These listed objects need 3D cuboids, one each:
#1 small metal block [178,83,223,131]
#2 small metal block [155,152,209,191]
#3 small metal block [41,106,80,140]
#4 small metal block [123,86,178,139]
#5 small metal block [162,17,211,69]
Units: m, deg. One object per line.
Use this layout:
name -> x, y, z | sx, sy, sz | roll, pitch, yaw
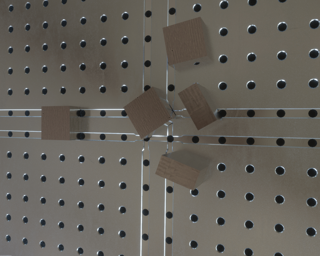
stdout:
small metal block -> 0.051, -0.025, 0.381 | 0.025, 0.050, 0.050 | -31, 80, 18
small metal block -> 0.029, 0.052, 0.389 | 0.050, 0.050, 0.025 | 21, 97, 19
small metal block -> -0.149, -0.007, 0.466 | 0.050, 0.025, 0.050 | 0, 90, 20
small metal block -> -0.013, -0.020, 0.418 | 0.050, 0.025, 0.050 | -34, 79, 17
small metal block -> 0.035, -0.109, 0.401 | 0.050, 0.025, 0.050 | -10, 87, 19
